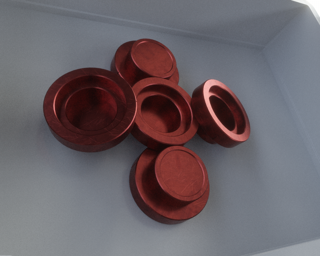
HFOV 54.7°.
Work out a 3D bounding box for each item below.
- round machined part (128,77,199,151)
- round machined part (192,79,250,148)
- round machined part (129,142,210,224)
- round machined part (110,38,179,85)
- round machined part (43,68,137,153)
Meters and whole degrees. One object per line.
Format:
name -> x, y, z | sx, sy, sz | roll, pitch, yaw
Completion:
round machined part -> -0.002, -0.014, 0.399 | 0.099, 0.042, 0.098 | 14, 56, -21
round machined part -> 0.079, -0.016, 0.434 | 0.098, 0.042, 0.098 | 27, 46, -31
round machined part -> 0.017, 0.059, 0.365 | 0.099, 0.042, 0.098 | 14, 56, -21
round machined part -> -0.016, -0.086, 0.436 | 0.099, 0.042, 0.098 | 14, 56, -21
round machined part -> -0.077, -0.017, 0.351 | 0.099, 0.042, 0.098 | 4, 62, -7
